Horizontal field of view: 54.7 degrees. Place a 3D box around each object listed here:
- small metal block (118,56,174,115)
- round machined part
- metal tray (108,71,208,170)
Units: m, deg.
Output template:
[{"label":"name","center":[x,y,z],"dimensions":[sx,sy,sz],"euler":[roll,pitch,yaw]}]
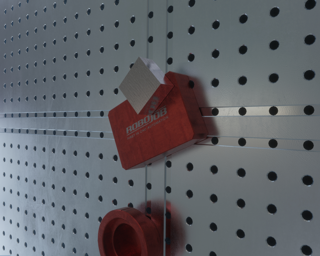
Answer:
[{"label":"small metal block","center":[-0.018,-0.051,0.385],"dimensions":[0.050,0.025,0.050],"euler":[-51,60,28]},{"label":"round machined part","center":[-0.039,0.158,0.430],"dimensions":[0.098,0.042,0.097],"euler":[0,90,40]},{"label":"metal tray","center":[-0.009,-0.006,0.414],"dimensions":[0.130,0.030,0.090],"euler":[-28,73,36]}]
